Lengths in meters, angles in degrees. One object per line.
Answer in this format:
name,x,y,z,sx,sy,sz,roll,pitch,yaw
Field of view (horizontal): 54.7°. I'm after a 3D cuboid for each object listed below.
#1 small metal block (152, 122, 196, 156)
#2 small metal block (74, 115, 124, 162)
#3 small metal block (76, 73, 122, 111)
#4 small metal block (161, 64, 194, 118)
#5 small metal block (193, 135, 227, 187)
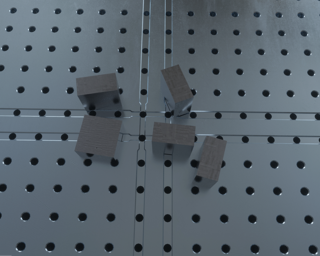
small metal block,0.017,0.015,0.393,0.050,0.050,0.025,6,70,2
small metal block,-0.078,0.014,0.406,0.050,0.025,0.050,9,70,3
small metal block,-0.080,-0.047,0.415,0.050,0.050,0.025,-9,71,-4
small metal block,0.021,-0.048,0.416,0.025,0.050,0.050,-20,72,-7
small metal block,0.061,0.043,0.384,0.025,0.050,0.050,15,71,5
